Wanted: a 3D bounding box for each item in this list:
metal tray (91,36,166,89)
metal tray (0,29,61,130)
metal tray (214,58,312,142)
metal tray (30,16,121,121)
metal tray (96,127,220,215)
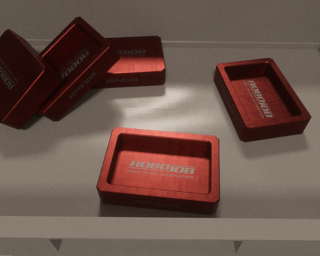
[{"bbox_3d":[-0.061,-0.105,0.490,0.131,0.030,0.090,-4,50,-4],"label":"metal tray"},{"bbox_3d":[-0.201,-0.070,0.424,0.090,0.030,0.130,-50,57,2],"label":"metal tray"},{"bbox_3d":[0.139,-0.045,0.440,0.091,0.030,0.130,-8,51,-7],"label":"metal tray"},{"bbox_3d":[-0.130,-0.084,0.433,0.130,0.030,0.090,-45,60,0],"label":"metal tray"},{"bbox_3d":[0.002,0.047,0.361,0.131,0.030,0.090,5,50,4],"label":"metal tray"}]
